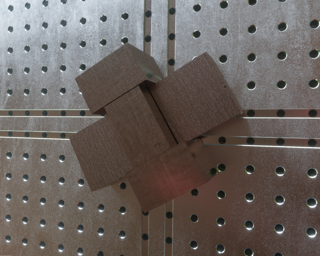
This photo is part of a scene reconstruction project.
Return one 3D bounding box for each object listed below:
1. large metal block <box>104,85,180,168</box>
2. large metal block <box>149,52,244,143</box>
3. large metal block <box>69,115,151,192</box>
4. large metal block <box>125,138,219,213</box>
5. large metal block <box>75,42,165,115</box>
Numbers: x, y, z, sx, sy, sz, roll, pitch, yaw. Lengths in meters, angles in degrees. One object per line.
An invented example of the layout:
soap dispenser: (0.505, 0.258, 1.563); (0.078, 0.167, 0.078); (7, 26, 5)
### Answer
large metal block: (-0.013, -0.002, 0.388); (0.050, 0.080, 0.080); (-30, 80, 18)
large metal block: (0.046, -0.034, 0.383); (0.080, 0.050, 0.080); (-30, 82, 17)
large metal block: (-0.064, 0.031, 0.423); (0.080, 0.050, 0.080); (-28, 80, 18)
large metal block: (0.018, 0.055, 0.377); (0.080, 0.080, 0.050); (-30, 80, 17)
large metal block: (-0.046, -0.057, 0.399); (0.080, 0.080, 0.050); (-30, 80, 18)
